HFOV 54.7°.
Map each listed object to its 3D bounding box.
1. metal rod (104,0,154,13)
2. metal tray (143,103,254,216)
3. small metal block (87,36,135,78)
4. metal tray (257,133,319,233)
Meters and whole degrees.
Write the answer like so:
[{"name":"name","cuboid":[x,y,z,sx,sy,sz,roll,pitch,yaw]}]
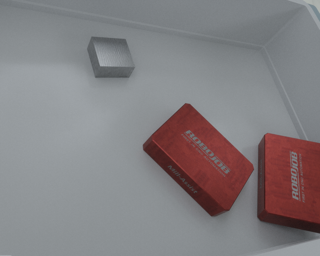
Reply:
[{"name":"metal rod","cuboid":[0.017,-0.261,0.578,0.025,0.025,0.302,49,51,6]},{"name":"metal tray","cuboid":[0.053,0.039,0.409,0.130,0.030,0.090,44,51,2]},{"name":"small metal block","cuboid":[-0.068,-0.098,0.430,0.050,0.025,0.050,-5,65,-31]},{"name":"metal tray","cuboid":[0.189,0.074,0.442,0.090,0.030,0.130,12,54,4]}]
